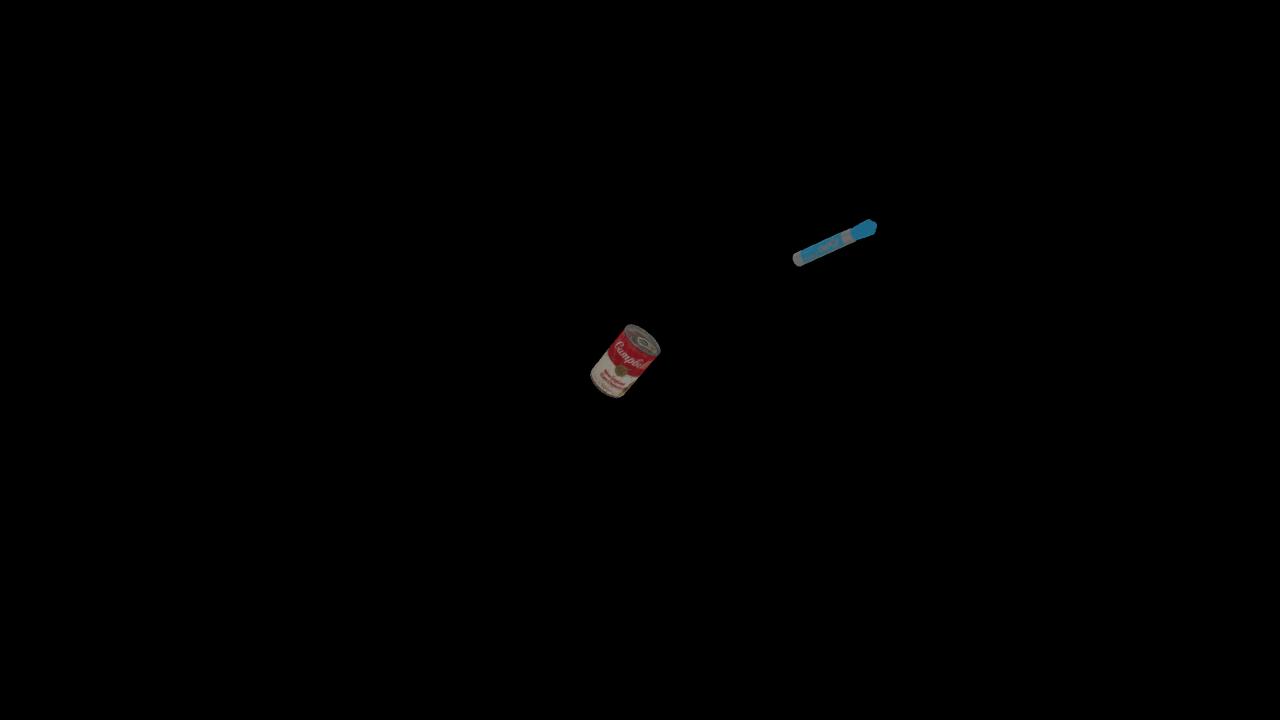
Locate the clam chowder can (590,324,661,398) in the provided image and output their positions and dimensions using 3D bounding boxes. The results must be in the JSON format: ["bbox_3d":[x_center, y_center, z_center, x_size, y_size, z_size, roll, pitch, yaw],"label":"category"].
[{"bbox_3d":[-0.024,0.003,0.970,0.068,0.068,0.102,0,-43,-53],"label":"clam chowder can"}]

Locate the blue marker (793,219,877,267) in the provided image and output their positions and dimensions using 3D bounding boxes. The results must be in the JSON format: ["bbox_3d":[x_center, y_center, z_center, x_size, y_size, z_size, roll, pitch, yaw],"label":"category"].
[{"bbox_3d":[0.236,-0.141,0.748,0.020,0.020,0.121,0,-11,-32],"label":"blue marker"}]
